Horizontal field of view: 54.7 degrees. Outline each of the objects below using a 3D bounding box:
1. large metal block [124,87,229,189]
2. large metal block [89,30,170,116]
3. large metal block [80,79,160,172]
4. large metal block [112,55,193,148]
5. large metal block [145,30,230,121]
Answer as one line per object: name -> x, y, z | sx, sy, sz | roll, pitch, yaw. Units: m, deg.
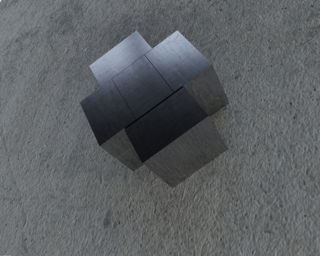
large metal block -> 0.021, 0.014, 0.350 | 0.080, 0.080, 0.050 | -36, 51, 4
large metal block -> -0.036, -0.073, 0.433 | 0.080, 0.080, 0.050 | -36, 51, 4
large metal block -> -0.047, -0.002, 0.395 | 0.050, 0.080, 0.080 | -36, 51, 4
large metal block -> -0.006, -0.031, 0.392 | 0.050, 0.080, 0.080 | -36, 51, 4
large metal block -> 0.035, -0.061, 0.389 | 0.050, 0.080, 0.080 | -36, 51, 4
